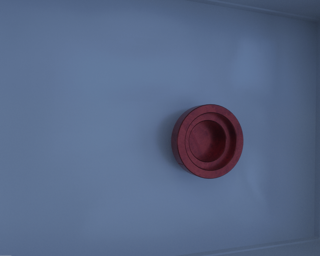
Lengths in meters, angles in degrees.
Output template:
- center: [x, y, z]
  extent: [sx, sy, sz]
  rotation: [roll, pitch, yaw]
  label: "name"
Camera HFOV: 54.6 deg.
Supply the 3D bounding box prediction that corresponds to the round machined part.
- center: [0.060, 0.018, 0.423]
  extent: [0.099, 0.042, 0.097]
  rotation: [0, 90, -20]
  label: "round machined part"
